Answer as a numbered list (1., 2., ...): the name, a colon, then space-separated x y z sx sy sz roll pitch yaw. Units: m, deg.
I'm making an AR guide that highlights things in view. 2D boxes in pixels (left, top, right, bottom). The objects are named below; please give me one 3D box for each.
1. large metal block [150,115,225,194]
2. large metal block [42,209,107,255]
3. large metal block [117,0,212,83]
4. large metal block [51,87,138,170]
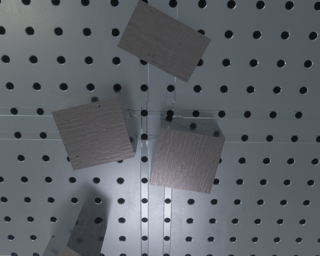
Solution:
1. large metal block: 0.033 0.034 0.413 0.080 0.050 0.079 10 110 -4
2. large metal block: -0.129 0.180 0.449 0.050 0.080 0.080 42 105 -14
3. large metal block: 0.004 -0.099 0.348 0.080 0.080 0.050 26 108 -9
4. large metal block: -0.080 0.000 0.399 0.080 0.050 0.080 -13 110 4
